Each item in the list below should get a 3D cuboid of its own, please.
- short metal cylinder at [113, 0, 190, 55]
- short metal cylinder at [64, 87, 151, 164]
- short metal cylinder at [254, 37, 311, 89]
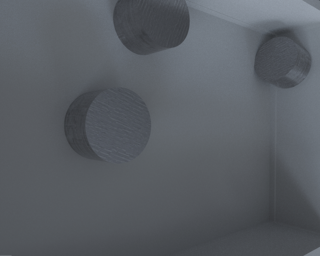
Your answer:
[{"bbox_3d":[-0.010,-0.134,0.382,0.081,0.050,0.080,0,90,-40],"label":"short metal cylinder"},{"bbox_3d":[-0.057,-0.003,0.342,0.081,0.050,0.080,0,90,-40],"label":"short metal cylinder"},{"bbox_3d":[0.218,-0.116,0.553,0.050,0.080,0.080,13,82,-39],"label":"short metal cylinder"}]
